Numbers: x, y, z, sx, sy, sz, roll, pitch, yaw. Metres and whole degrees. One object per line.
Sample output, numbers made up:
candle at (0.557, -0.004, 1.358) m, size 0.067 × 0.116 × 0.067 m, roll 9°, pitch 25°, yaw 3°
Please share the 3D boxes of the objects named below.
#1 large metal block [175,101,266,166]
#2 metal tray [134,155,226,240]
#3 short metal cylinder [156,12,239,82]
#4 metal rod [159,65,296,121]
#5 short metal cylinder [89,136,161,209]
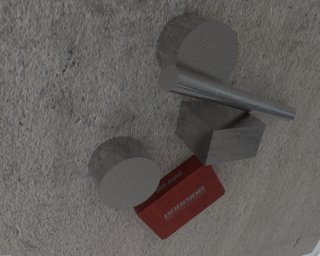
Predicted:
large metal block at (0.078, 0.002, 0.415) m, size 0.081 × 0.080 × 0.050 m, roll -6°, pitch 121°, yaw -26°
metal tray at (0.032, 0.109, 0.489) m, size 0.130 × 0.030 × 0.090 m, roll -36°, pitch 129°, yaw -4°
short metal cylinder at (0.043, -0.088, 0.360) m, size 0.081 × 0.050 × 0.079 m, roll -14°, pitch 124°, yaw -21°
metal rod at (0.110, -0.035, 0.398) m, size 0.302 × 0.025 × 0.025 m, roll 7°, pitch 116°, yaw -47°
short metal cylinder at (-0.046, 0.058, 0.401) m, size 0.081 × 0.050 × 0.079 m, roll -14°, pitch 124°, yaw -21°
